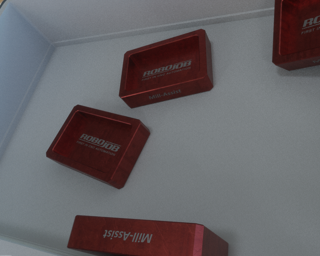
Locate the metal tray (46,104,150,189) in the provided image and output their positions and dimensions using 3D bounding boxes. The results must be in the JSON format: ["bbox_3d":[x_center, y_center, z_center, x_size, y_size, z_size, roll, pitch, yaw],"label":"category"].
[{"bbox_3d":[-0.089,0.022,0.433,0.130,0.030,0.090,14,69,33],"label":"metal tray"}]

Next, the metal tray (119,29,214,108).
[{"bbox_3d":[0.008,-0.085,0.448,0.130,0.030,0.090,-11,57,21],"label":"metal tray"}]

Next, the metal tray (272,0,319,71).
[{"bbox_3d":[0.186,-0.118,0.326,0.130,0.030,0.089,-3,80,53],"label":"metal tray"}]

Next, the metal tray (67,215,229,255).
[{"bbox_3d":[-0.009,0.113,0.298,0.130,0.090,0.030,-4,60,25],"label":"metal tray"}]
